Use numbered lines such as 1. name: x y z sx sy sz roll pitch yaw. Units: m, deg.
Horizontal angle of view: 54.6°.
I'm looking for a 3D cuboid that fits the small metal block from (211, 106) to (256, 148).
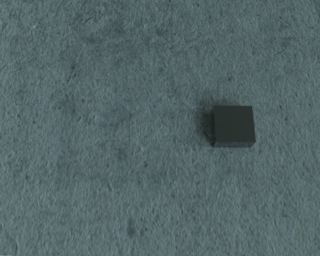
1. small metal block: 0.096 -0.002 0.409 0.050 0.025 0.050 0 70 0
